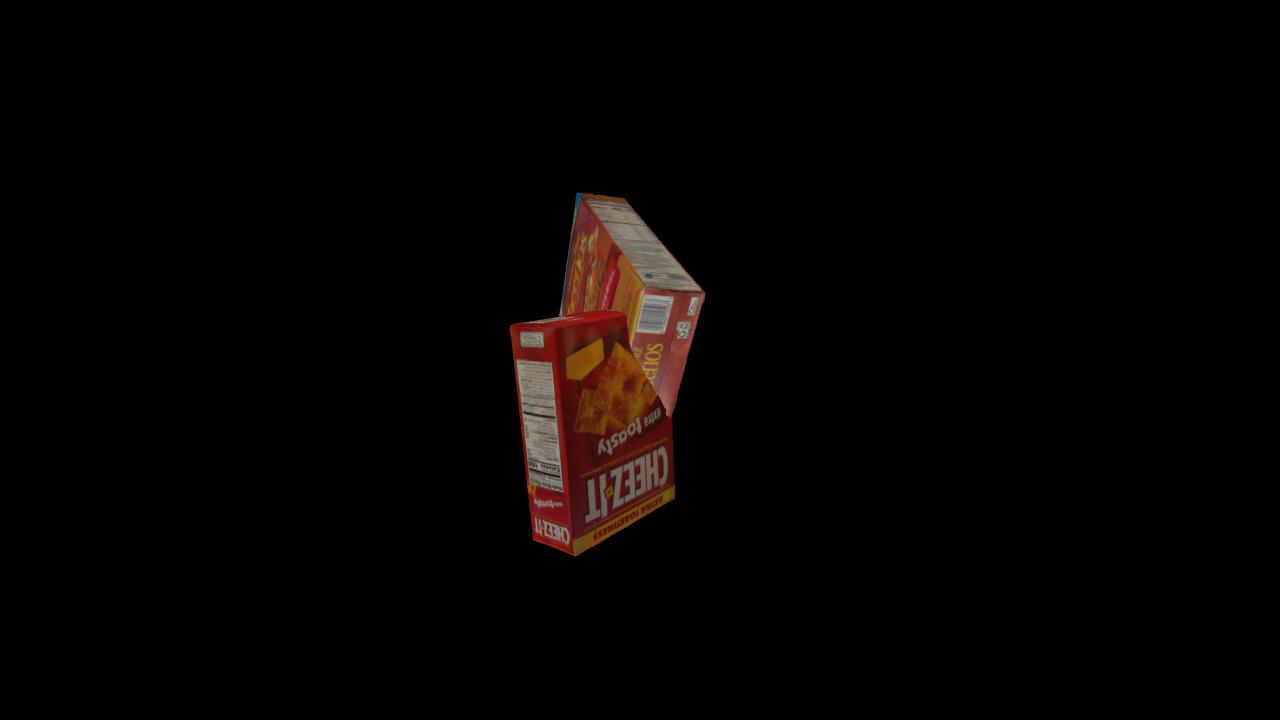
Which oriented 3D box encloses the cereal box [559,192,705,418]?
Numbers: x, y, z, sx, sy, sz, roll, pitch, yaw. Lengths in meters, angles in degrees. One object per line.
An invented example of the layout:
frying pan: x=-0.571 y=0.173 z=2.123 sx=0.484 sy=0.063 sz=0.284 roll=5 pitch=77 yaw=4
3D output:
cereal box: x=-0.030 y=-0.061 z=0.757 sx=0.081 sy=0.203 sz=0.306 roll=1 pitch=31 yaw=-21

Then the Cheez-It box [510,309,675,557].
Cheez-It box: x=-0.040 y=0.062 z=0.633 sx=0.071 sy=0.223 sz=0.166 roll=6 pitch=13 yaw=40
